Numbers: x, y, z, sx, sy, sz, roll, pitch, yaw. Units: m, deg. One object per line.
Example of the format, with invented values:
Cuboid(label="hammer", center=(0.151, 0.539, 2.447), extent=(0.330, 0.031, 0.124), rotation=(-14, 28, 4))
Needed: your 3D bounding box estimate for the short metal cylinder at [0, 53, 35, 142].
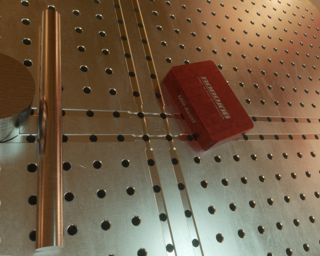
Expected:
Cuboid(label="short metal cylinder", center=(-0.174, -0.031, 0.318), extent=(0.081, 0.050, 0.080), rotation=(14, 56, -21))

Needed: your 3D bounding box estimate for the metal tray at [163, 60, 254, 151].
Cuboid(label="metal tray", center=(0.074, -0.039, 0.470), extent=(0.091, 0.030, 0.130), rotation=(-18, 71, -35))

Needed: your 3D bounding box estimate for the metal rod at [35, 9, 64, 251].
Cuboid(label="metal rod", center=(-0.125, -0.020, 0.353), extent=(0.025, 0.025, 0.299), rotation=(5, 60, -26))
